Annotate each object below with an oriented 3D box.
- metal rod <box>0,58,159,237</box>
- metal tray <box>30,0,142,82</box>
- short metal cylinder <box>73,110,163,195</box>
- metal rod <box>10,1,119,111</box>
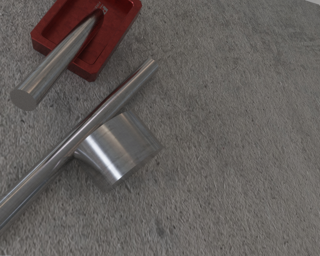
[{"bbox_3d":[-0.084,0.002,0.356,0.025,0.025,0.301,39,51,-2],"label":"metal rod"},{"bbox_3d":[-0.093,-0.137,0.408,0.090,0.030,0.130,31,70,-8],"label":"metal tray"},{"bbox_3d":[-0.043,0.026,0.330,0.081,0.080,0.050,-34,81,-38],"label":"short metal cylinder"},{"bbox_3d":[-0.096,-0.123,0.394,0.025,0.025,0.301,28,42,-10],"label":"metal rod"}]
